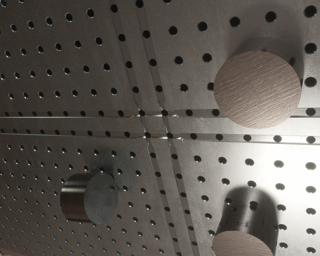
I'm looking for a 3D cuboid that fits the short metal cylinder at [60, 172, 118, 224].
[{"bbox_3d":[-0.113,0.113,0.503,0.050,0.080,0.080,-6,116,30],"label":"short metal cylinder"}]

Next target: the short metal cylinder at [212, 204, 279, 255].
[{"bbox_3d":[0.118,0.153,0.427,0.080,0.050,0.079,13,124,20],"label":"short metal cylinder"}]

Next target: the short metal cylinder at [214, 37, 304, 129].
[{"bbox_3d":[0.100,-0.046,0.313,0.080,0.050,0.079,13,124,20],"label":"short metal cylinder"}]
